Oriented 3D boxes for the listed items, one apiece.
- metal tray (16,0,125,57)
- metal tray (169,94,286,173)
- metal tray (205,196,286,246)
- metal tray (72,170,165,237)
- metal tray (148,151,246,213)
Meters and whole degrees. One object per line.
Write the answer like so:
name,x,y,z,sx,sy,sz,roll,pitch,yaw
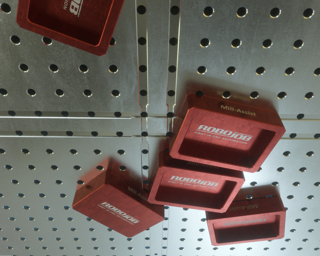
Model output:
metal tray,-0.074,-0.141,0.287,0.091,0.030,0.129,18,128,-15
metal tray,0.086,0.011,0.417,0.131,0.030,0.089,12,129,-10
metal tray,0.151,0.168,0.551,0.130,0.030,0.090,-10,130,8
metal tray,-0.067,0.131,0.519,0.090,0.030,0.130,-36,122,26
metal tray,0.053,0.087,0.482,0.131,0.030,0.089,10,130,-9
